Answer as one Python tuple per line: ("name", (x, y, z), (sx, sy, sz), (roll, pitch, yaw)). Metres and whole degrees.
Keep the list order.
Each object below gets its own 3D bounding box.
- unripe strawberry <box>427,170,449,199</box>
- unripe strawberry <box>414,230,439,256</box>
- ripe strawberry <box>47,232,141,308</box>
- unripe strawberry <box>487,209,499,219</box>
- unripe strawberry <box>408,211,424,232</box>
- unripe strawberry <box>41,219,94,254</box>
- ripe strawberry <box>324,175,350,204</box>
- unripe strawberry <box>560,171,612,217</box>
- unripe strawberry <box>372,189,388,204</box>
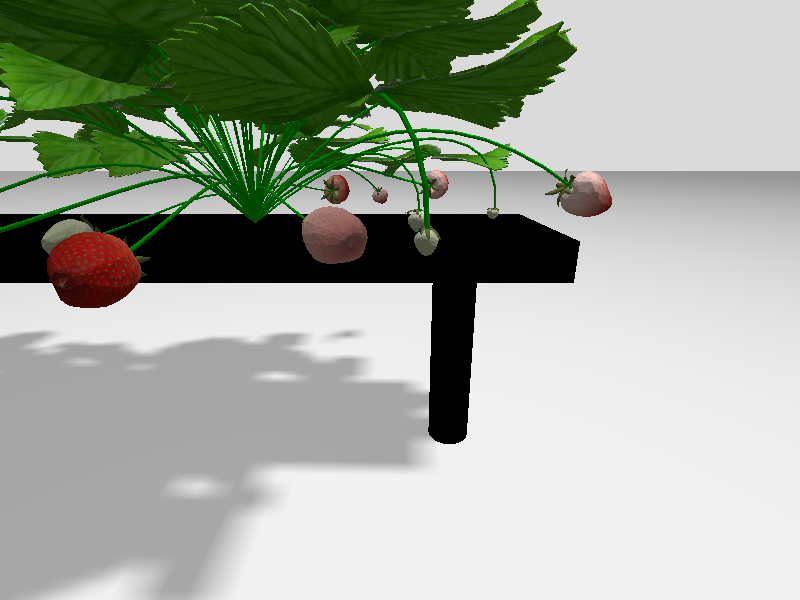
("unripe strawberry", (0.052, -0.157, 0.546), (0.033, 0.038, 0.036), (15, 24, 36))
("unripe strawberry", (0.011, -0.024, 0.166), (0.011, 0.011, 0.010), (-14, 24, -34))
("ripe strawberry", (-0.112, -0.010, 0.145), (0.027, 0.028, 0.029), (-1, 20, -3))
("unripe strawberry", (0.084, -0.078, 0.363), (0.010, 0.010, 0.009), (-2, 19, -5))
("unripe strawberry", (0.012, -0.057, 0.288), (0.012, 0.015, 0.015), (8, 21, 22))
("unripe strawberry", (-0.175, -0.030, 0.211), (0.022, 0.023, 0.023), (7, 21, 18))
("ripe strawberry", (-0.074, -0.133, 0.483), (0.030, 0.034, 0.033), (6, 20, 18))
("unripe strawberry", (0.171, -0.095, 0.364), (0.046, 0.039, 0.045), (19, 16, -11))
("unripe strawberry", (-0.024, -0.127, 0.493), (0.019, 0.017, 0.019), (12, -24, 31))
